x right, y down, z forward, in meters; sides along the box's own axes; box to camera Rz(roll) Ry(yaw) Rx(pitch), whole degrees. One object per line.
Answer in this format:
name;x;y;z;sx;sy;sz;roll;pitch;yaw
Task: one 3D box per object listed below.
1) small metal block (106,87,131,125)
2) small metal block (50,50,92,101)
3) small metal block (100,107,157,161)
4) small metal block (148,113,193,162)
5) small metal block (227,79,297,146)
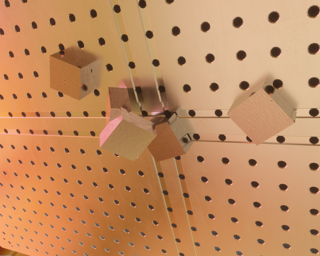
small metal block;-0.056;-0.019;0.410;0.025;0.050;0.050;2;127;-15
small metal block;-0.125;-0.073;0.433;0.050;0.025;0.050;24;127;13
small metal block;-0.040;0.009;0.387;0.050;0.025;0.050;26;118;-29
small metal block;0.007;0.014;0.416;0.050;0.025;0.050;-20;108;35
small metal block;0.112;-0.016;0.342;0.050;0.025;0.050;46;129;-4
